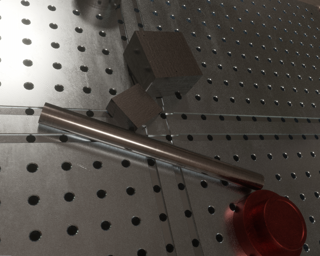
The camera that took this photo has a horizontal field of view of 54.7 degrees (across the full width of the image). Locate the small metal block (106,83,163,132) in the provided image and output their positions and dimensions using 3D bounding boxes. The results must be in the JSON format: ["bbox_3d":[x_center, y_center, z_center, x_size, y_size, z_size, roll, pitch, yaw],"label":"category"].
[{"bbox_3d":[-0.033,-0.024,0.406,0.050,0.025,0.050,48,51,5],"label":"small metal block"}]

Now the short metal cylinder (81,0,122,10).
[{"bbox_3d":[-0.092,-0.234,0.487,0.081,0.050,0.080,14,56,-21],"label":"short metal cylinder"}]

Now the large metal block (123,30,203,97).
[{"bbox_3d":[0.003,-0.093,0.452,0.081,0.050,0.080,-9,67,-33],"label":"large metal block"}]

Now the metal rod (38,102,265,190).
[{"bbox_3d":[0.004,0.030,0.393,0.302,0.025,0.025,19,54,-17],"label":"metal rod"}]

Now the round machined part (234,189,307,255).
[{"bbox_3d":[0.149,0.127,0.403,0.099,0.042,0.098,14,56,-21],"label":"round machined part"}]
